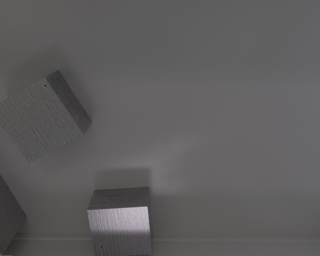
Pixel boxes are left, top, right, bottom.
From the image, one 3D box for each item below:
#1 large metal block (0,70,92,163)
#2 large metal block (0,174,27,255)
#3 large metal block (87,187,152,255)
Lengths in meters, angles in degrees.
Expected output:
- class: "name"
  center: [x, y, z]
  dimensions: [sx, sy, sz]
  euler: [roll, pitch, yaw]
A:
- class: "large metal block"
  center: [-0.146, -0.015, 0.391]
  dimensions: [0.080, 0.050, 0.080]
  euler: [-27, 108, 9]
- class: "large metal block"
  center: [-0.240, 0.123, 0.425]
  dimensions: [0.050, 0.080, 0.080]
  euler: [-19, 109, 7]
- class: "large metal block"
  center: [-0.054, 0.135, 0.447]
  dimensions: [0.080, 0.050, 0.079]
  euler: [-4, 110, 1]
